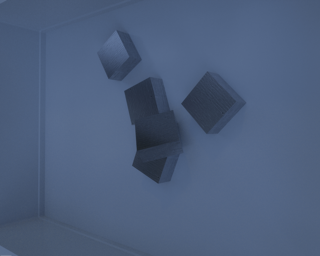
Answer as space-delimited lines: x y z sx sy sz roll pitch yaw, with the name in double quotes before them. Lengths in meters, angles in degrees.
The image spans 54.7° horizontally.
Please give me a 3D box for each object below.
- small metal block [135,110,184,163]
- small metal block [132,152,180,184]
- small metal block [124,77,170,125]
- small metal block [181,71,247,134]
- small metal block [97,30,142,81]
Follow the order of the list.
"small metal block" -0.002 0.010 0.379 0.050 0.025 0.050 -14 47 6
"small metal block" -0.005 0.038 0.409 0.050 0.025 0.050 28 108 36
"small metal block" -0.017 -0.035 0.419 0.050 0.025 0.050 -22 76 37
"small metal block" 0.061 -0.028 0.356 0.050 0.025 0.050 -51 60 27
"small metal block" -0.060 -0.105 0.454 0.050 0.025 0.050 -39 67 33
